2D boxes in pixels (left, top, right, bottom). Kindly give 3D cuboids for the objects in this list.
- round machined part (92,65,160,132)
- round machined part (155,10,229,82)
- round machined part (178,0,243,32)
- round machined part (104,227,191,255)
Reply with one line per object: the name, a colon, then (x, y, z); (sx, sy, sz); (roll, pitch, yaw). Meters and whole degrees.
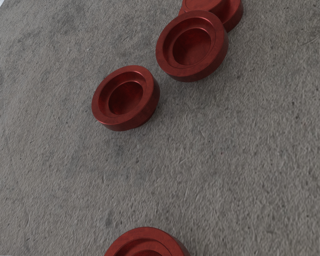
round machined part: (-0.044, -0.038, 0.439); (0.098, 0.042, 0.098); (-13, 56, 21)
round machined part: (0.047, -0.107, 0.426); (0.098, 0.042, 0.098); (-9, 69, 26)
round machined part: (0.072, -0.182, 0.467); (0.098, 0.042, 0.098); (-13, 56, 21)
round machined part: (-0.010, 0.152, 0.305); (0.098, 0.042, 0.098); (-13, 56, 21)
